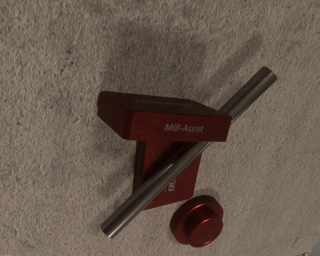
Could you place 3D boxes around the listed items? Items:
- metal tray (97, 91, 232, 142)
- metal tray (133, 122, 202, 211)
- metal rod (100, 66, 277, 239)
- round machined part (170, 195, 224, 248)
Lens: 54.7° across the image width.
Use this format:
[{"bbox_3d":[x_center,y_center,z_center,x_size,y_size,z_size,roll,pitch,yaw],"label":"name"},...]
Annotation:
[{"bbox_3d":[0.005,-0.014,0.357,0.131,0.090,0.030,2,107,-30],"label":"metal tray"},{"bbox_3d":[0.011,0.052,0.444,0.091,0.030,0.129,-8,122,-25],"label":"metal tray"},{"bbox_3d":[0.036,0.034,0.409,0.300,0.025,0.025,-45,130,3],"label":"metal rod"},{"bbox_3d":[0.071,0.169,0.542,0.099,0.042,0.097,-14,125,-21],"label":"round machined part"}]
